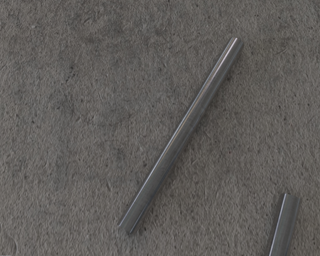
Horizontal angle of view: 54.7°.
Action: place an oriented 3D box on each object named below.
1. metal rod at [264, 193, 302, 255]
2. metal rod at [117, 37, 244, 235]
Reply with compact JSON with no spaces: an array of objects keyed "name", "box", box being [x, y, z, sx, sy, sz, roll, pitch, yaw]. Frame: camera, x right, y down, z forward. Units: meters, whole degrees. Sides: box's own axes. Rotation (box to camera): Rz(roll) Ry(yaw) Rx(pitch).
[{"name":"metal rod","box":[0.104,0.215,0.330,0.025,0.025,0.300,21,71,7]},{"name":"metal rod","box":[0.036,-0.002,0.409,0.025,0.025,0.300,29,72,10]}]
